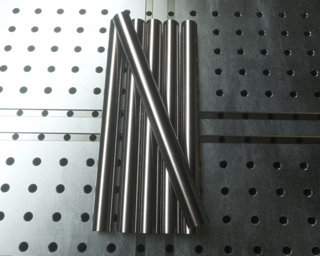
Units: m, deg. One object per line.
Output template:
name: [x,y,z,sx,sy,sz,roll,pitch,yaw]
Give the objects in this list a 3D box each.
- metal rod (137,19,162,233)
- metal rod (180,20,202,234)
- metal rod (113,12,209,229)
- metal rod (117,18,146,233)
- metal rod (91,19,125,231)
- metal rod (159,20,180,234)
metal rod: [-0.012,-0.016,0.417,0.025,0.025,0.299,1,70,0]
metal rod: [0.040,-0.015,0.418,0.025,0.025,0.299,1,70,0]
metal rod: [-0.006,-0.024,0.394,0.025,0.025,0.299,-18,71,-6]
metal rod: [-0.036,-0.017,0.417,0.025,0.025,0.299,1,70,0]
metal rod: [-0.066,-0.018,0.417,0.025,0.025,0.299,1,70,0]
metal rod: [0.014,-0.016,0.418,0.025,0.025,0.299,1,70,0]
